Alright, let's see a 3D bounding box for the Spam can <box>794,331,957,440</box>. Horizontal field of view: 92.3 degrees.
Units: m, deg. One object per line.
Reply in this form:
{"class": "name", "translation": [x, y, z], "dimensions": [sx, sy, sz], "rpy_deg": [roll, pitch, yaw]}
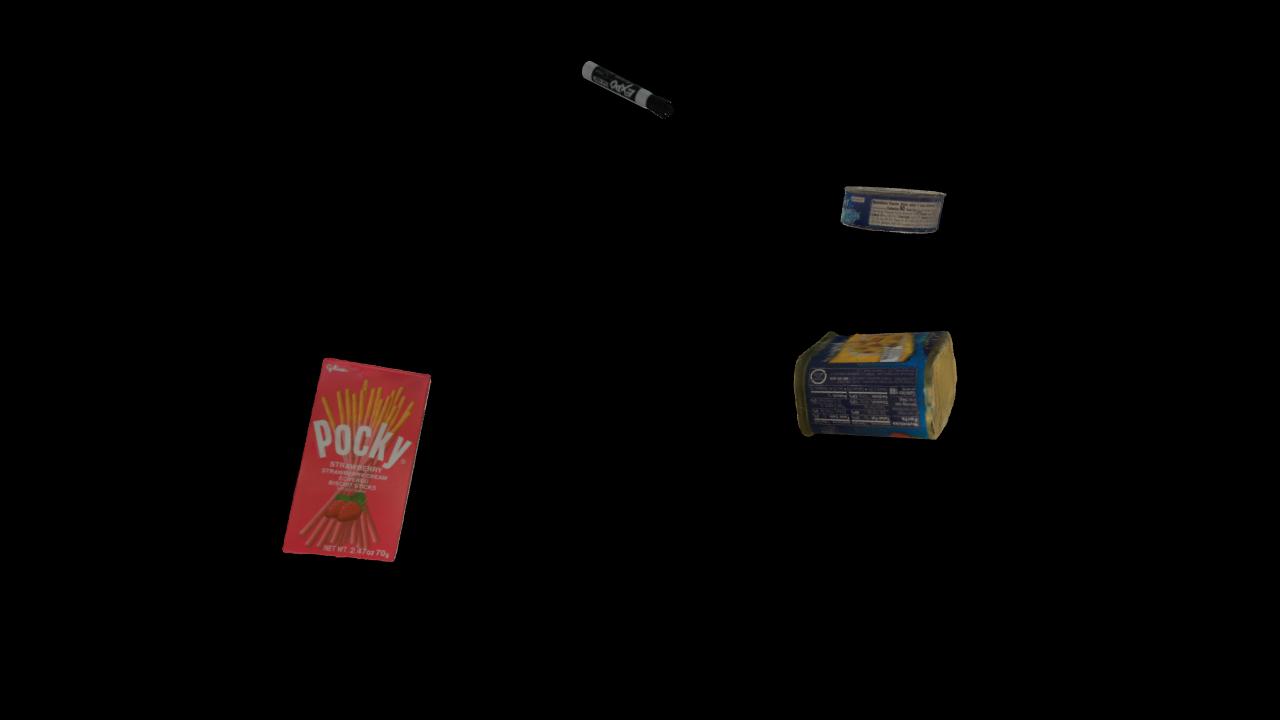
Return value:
{"class": "Spam can", "translation": [0.164, 0.014, 0.422], "dimensions": [0.085, 0.058, 0.101], "rpy_deg": [-2, 16, 34]}

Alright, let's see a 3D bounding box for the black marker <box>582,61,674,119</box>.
{"class": "black marker", "translation": [-0.013, -0.285, 0.650], "dimensions": [0.121, 0.020, 0.020], "rpy_deg": [36, 16, 23]}

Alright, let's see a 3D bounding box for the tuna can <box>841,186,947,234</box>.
{"class": "tuna can", "translation": [0.223, -0.134, 0.546], "dimensions": [0.084, 0.034, 0.084], "rpy_deg": [3, 19, -1]}

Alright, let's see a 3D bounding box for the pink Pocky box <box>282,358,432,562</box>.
{"class": "pink Pocky box", "translation": [-0.227, 0.081, 0.500], "dimensions": [0.084, 0.155, 0.029], "rpy_deg": [11, -6, -15]}
